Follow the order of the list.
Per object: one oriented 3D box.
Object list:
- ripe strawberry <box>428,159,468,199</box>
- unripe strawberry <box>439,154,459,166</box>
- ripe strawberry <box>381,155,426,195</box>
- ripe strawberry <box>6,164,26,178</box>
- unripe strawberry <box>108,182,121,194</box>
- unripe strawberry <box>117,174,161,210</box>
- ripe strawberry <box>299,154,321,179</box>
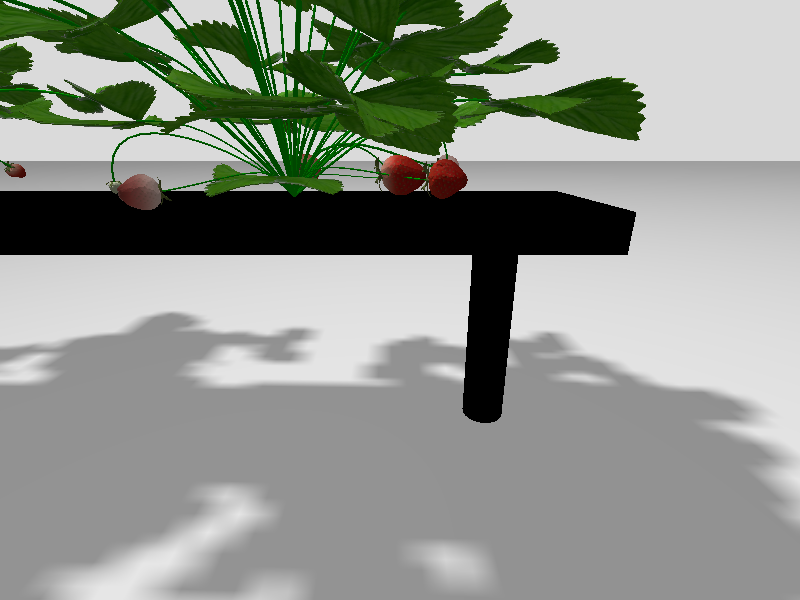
[{"bbox_3d":[0.038,-0.095,0.315,0.031,0.030,0.034,4,21,9],"label":"ripe strawberry"},{"bbox_3d":[0.063,-0.168,0.512,0.032,0.033,0.034,16,25,36],"label":"unripe strawberry"},{"bbox_3d":[0.003,-0.104,0.335,0.038,0.032,0.038,1,21,0],"label":"ripe strawberry"},{"bbox_3d":[-0.532,-0.179,0.556,0.021,0.018,0.021,1,-14,2],"label":"ripe strawberry"},{"bbox_3d":[-0.236,-0.093,0.332,0.010,0.010,0.009,-1,21,-2],"label":"unripe strawberry"},{"bbox_3d":[-0.173,-0.071,0.265,0.024,0.023,0.022,-19,27,-39],"label":"unripe strawberry"},{"bbox_3d":[-0.112,-0.155,0.472,0.037,0.032,0.037,-3,20,-8],"label":"ripe strawberry"}]
